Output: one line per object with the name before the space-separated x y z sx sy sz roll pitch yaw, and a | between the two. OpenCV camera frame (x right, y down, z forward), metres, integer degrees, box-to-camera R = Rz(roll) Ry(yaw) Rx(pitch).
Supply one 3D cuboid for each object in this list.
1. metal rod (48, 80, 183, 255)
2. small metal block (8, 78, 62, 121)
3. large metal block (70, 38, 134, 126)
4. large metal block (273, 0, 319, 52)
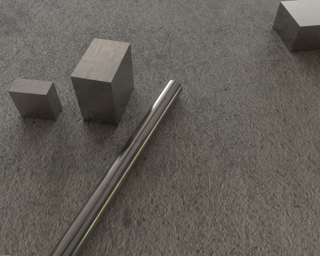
metal rod | -0.043 0.044 0.365 0.025 0.025 0.301 20 53 16
small metal block | -0.166 -0.038 0.418 0.050 0.050 0.025 6 50 4
large metal block | -0.073 -0.061 0.419 0.050 0.080 0.080 10 51 8
large metal block | 0.257 -0.180 0.540 0.081 0.050 0.080 -6 50 -6
